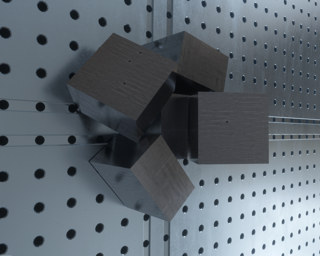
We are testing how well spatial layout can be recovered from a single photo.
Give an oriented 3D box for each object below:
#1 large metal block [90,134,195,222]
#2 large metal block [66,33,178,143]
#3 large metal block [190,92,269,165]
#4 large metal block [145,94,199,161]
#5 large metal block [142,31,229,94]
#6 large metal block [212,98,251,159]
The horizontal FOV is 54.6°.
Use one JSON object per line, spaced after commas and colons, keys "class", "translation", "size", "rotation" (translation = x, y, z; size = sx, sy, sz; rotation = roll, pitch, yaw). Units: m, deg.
{"class": "large metal block", "translation": [-0.020, 0.053, 0.354], "size": [0.050, 0.080, 0.080], "rotation": [-48, 119, -30]}
{"class": "large metal block", "translation": [-0.037, -0.044, 0.333], "size": [0.080, 0.080, 0.050], "rotation": [-56, 167, -25]}
{"class": "large metal block", "translation": [0.079, 0.000, 0.368], "size": [0.080, 0.050, 0.080], "rotation": [0, 89, -6]}
{"class": "large metal block", "translation": [0.016, -0.001, 0.405], "size": [0.081, 0.050, 0.080], "rotation": [1, 90, -40]}
{"class": "large metal block", "translation": [0.027, -0.075, 0.395], "size": [0.080, 0.080, 0.050], "rotation": [17, 79, -39]}
{"class": "large metal block", "translation": [0.089, 0.000, 0.436], "size": [0.050, 0.080, 0.080], "rotation": [0, 90, -2]}
